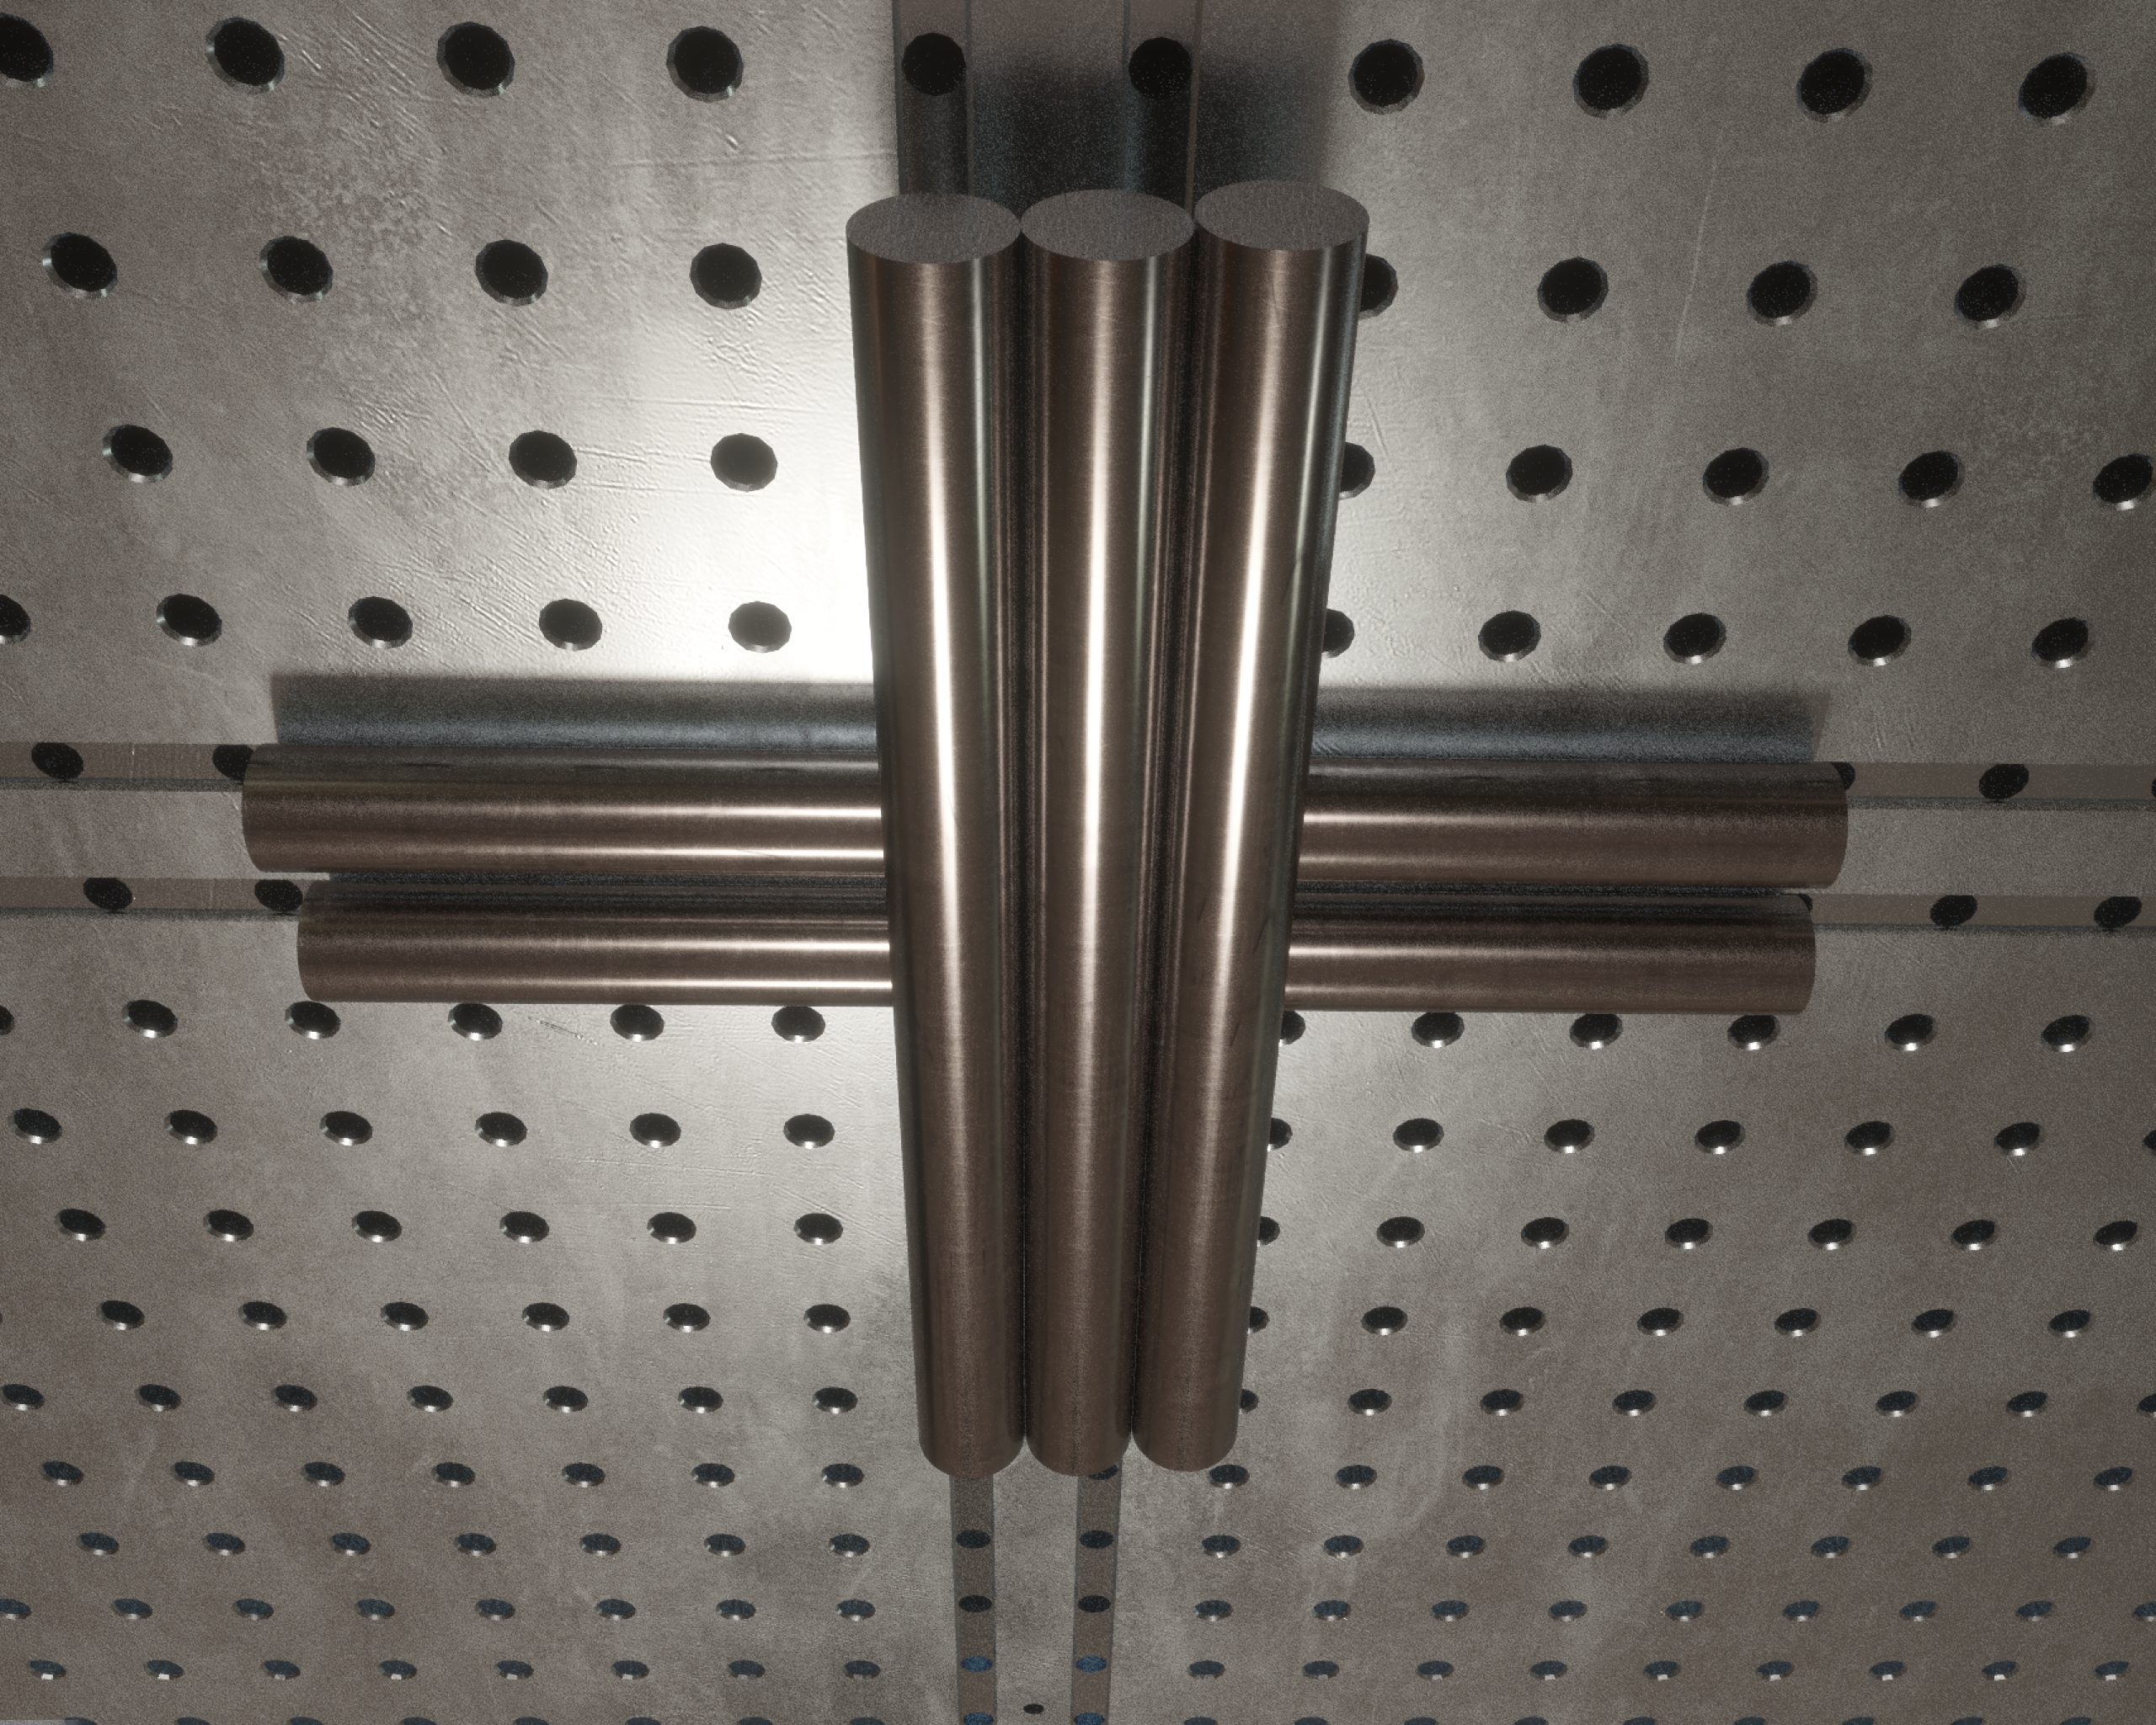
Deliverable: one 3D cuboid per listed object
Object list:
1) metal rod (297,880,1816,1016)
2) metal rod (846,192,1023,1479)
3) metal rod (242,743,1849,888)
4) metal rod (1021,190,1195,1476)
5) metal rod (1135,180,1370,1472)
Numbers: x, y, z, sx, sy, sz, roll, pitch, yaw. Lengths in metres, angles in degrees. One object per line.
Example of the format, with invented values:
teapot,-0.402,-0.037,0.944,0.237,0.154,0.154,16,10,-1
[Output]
metal rod,-0.003,0.018,0.427,0.302,0.025,0.025,1,130,-1
metal rod,-0.023,0.022,0.397,0.025,0.025,0.298,0,130,-1
metal rod,-0.005,-0.009,0.404,0.302,0.025,0.025,1,130,-1
metal rod,0.002,0.021,0.397,0.025,0.025,0.298,0,130,-1
metal rod,0.027,0.020,0.397,0.025,0.025,0.298,0,130,-1
